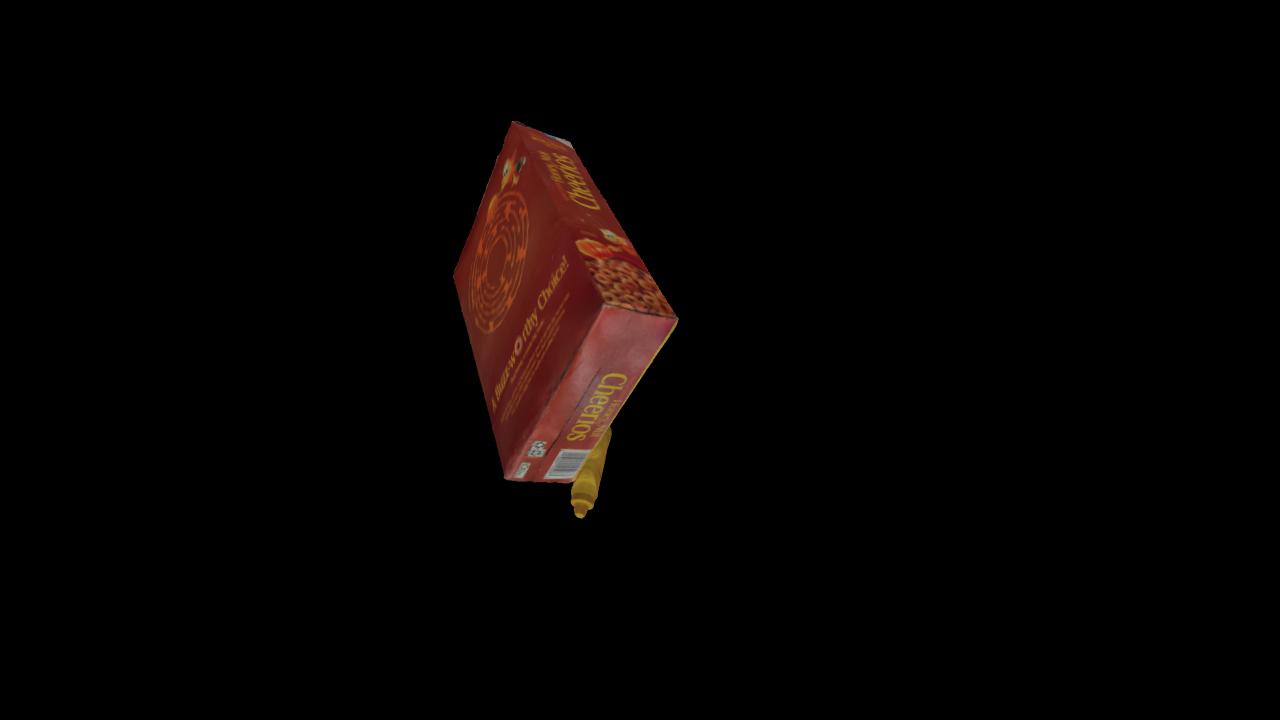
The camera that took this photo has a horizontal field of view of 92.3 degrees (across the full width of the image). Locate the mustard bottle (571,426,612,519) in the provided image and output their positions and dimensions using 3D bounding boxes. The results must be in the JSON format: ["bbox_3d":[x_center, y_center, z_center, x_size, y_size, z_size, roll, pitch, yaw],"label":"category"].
[{"bbox_3d":[-0.093,0.206,1.141,0.054,0.184,0.092,14,-38,-5],"label":"mustard bottle"}]

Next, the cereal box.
[{"bbox_3d":[-0.094,-0.065,0.591,0.081,0.203,0.306,9,37,-34],"label":"cereal box"}]
